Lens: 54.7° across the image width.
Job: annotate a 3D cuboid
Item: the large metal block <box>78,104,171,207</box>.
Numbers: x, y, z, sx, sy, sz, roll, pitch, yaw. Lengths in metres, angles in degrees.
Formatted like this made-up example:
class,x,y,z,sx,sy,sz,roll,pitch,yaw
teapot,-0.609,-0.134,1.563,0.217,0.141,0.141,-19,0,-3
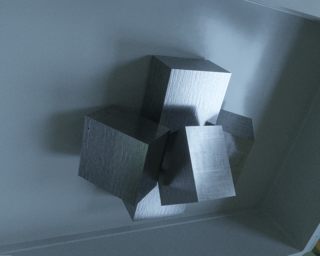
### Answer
class,x,y,z,sx,sy,sz,roll,pitch,yaw
large metal block,-0.042,0.029,0.356,0.050,0.080,0.079,-33,142,-56

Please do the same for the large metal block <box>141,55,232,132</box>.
class,x,y,z,sx,sy,sz,roll,pitch,yaw
large metal block,0.029,-0.040,0.379,0.081,0.050,0.079,-2,119,-28

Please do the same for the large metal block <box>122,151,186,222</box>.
class,x,y,z,sx,sy,sz,roll,pitch,yaw
large metal block,-0.002,0.079,0.439,0.081,0.050,0.079,1,118,-29

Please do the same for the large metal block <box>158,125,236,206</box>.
class,x,y,z,sx,sy,sz,roll,pitch,yaw
large metal block,0.036,0.046,0.368,0.050,0.080,0.080,-1,75,-29

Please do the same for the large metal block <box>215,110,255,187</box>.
class,x,y,z,sx,sy,sz,roll,pitch,yaw
large metal block,0.090,0.028,0.429,0.050,0.080,0.079,18,115,6
